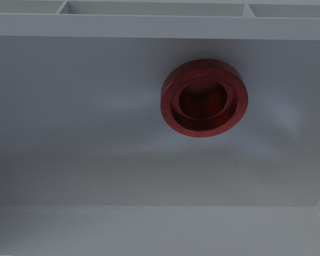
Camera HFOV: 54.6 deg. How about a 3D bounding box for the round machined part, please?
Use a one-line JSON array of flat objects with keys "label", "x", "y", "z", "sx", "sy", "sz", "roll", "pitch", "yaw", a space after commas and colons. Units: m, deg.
[{"label": "round machined part", "x": 0.050, "y": -0.038, "z": 0.366, "sx": 0.099, "sy": 0.042, "sz": 0.097, "roll": 0, "pitch": 130, "yaw": 0}]
